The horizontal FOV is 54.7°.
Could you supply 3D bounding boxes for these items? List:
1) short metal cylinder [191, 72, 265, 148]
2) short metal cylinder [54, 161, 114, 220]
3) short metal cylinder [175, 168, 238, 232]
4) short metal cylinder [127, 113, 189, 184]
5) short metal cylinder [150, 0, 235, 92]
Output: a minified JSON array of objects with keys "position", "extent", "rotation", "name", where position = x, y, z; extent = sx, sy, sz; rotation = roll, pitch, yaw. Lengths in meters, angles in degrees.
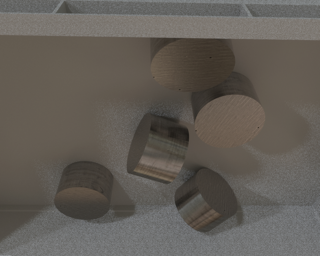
[{"position":[0.080,-0.022,0.376],"extent":[0.081,0.050,0.079],"rotation":[0,130,0],"name":"short metal cylinder"},{"position":[-0.114,0.096,0.473],"extent":[0.081,0.050,0.079],"rotation":[0,130,0],"name":"short metal cylinder"},{"position":[0.069,0.108,0.466],"extent":[0.080,0.080,0.050],"rotation":[29,124,-23],"name":"short metal cylinder"},{"position":[-0.004,0.026,0.395],"extent":[0.050,0.080,0.079],"rotation":[19,127,-16],"name":"short metal cylinder"},{"position":[0.031,-0.079,0.309],"extent":[0.081,0.050,0.080],"rotation":[-2,151,-1],"name":"short metal cylinder"}]
